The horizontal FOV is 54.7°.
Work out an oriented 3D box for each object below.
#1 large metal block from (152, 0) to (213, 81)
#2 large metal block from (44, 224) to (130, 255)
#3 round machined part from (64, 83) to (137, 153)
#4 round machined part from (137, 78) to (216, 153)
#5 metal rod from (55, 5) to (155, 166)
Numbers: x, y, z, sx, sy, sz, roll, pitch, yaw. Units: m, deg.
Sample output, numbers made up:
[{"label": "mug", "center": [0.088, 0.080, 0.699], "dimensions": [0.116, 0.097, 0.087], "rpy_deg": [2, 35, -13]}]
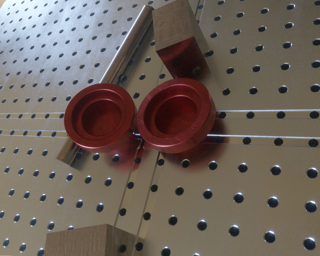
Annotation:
[{"label": "large metal block", "center": [0.031, -0.116, 0.428], "dimensions": [0.050, 0.080, 0.080], "rpy_deg": [-17, 55, 18]}, {"label": "large metal block", "center": [-0.081, 0.156, 0.339], "dimensions": [0.080, 0.050, 0.080], "rpy_deg": [-15, 56, 20]}, {"label": "round machined part", "center": [-0.079, -0.011, 0.434], "dimensions": [0.098, 0.042, 0.098], "rpy_deg": [-3, 66, 8]}, {"label": "round machined part", "center": [0.023, -0.012, 0.393], "dimensions": [0.098, 0.042, 0.098], "rpy_deg": [-13, 56, 21]}, {"label": "metal rod", "center": [-0.080, -0.078, 0.498], "dimensions": [0.025, 0.025, 0.300], "rpy_deg": [13, 68, 33]}]
